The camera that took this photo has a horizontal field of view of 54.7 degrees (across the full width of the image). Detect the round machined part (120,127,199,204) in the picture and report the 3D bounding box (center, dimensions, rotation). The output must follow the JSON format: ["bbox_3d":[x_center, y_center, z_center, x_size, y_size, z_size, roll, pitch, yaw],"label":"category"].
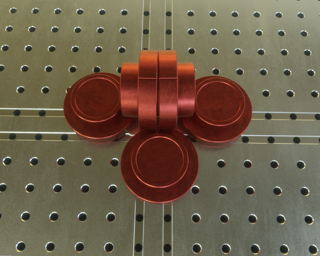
[{"bbox_3d":[0.000,0.044,0.386,0.099,0.042,0.098,0,70,-1],"label":"round machined part"}]

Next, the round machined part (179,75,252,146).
[{"bbox_3d":[0.074,-0.028,0.413,0.099,0.042,0.098,0,70,-1],"label":"round machined part"}]

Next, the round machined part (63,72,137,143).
[{"bbox_3d":[-0.080,-0.032,0.413,0.099,0.042,0.098,0,70,-1],"label":"round machined part"}]

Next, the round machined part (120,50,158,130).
[{"bbox_3d":[-0.024,-0.047,0.383,0.042,0.098,0.098,1,70,0],"label":"round machined part"}]

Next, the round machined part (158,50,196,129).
[{"bbox_3d":[0.020,-0.047,0.385,0.042,0.098,0.098,-1,70,-1],"label":"round machined part"}]
